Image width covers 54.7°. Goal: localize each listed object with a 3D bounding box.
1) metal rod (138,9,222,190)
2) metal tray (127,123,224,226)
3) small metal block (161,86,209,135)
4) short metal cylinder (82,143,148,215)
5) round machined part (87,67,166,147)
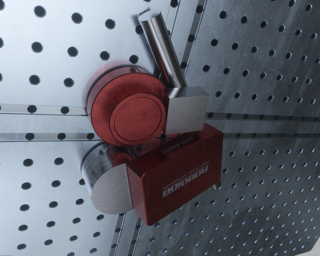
[{"bbox_3d":[0.039,-0.014,0.420,0.025,0.025,0.299,-32,129,-8],"label":"metal rod"},{"bbox_3d":[0.025,0.058,0.403,0.131,0.030,0.089,-25,129,-29],"label":"metal tray"},{"bbox_3d":[0.028,-0.022,0.378,0.050,0.025,0.050,-7,124,-19],"label":"small metal block"},{"bbox_3d":[-0.055,0.064,0.399,0.081,0.050,0.079,-14,124,-21],"label":"short metal cylinder"},{"bbox_3d":[-0.032,-0.019,0.365,0.099,0.042,0.097,-13,124,-20],"label":"round machined part"}]
